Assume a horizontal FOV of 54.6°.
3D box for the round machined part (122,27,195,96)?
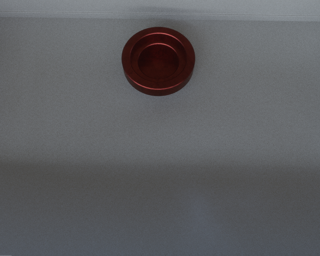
[{"bbox_3d":[-0.002,-0.088,0.433,0.099,0.042,0.098,0,70,0],"label":"round machined part"}]
